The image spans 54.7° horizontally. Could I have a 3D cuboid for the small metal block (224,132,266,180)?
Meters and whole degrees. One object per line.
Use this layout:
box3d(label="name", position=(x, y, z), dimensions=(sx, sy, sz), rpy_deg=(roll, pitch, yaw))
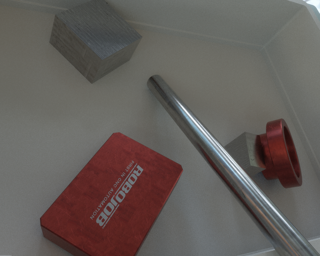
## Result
box3d(label="small metal block", position=(0.116, 0.041, 0.430), dimensions=(0.025, 0.050, 0.050), rpy_deg=(14, 56, -21))

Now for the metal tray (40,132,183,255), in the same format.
box3d(label="metal tray", position=(-0.044, 0.073, 0.320), dimensions=(0.090, 0.030, 0.130), rpy_deg=(28, 50, 10))

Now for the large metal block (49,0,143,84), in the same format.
box3d(label="large metal block", position=(-0.086, -0.119, 0.417), dimensions=(0.080, 0.050, 0.080), rpy_deg=(45, 51, 2))

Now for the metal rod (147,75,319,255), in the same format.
box3d(label="metal rod", position=(0.055, 0.022, 0.341), dimensions=(0.025, 0.025, 0.300), rpy_deg=(-2, 37, -29))

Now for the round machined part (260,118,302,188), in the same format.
box3d(label="round machined part", position=(0.168, 0.038, 0.446), dimensions=(0.098, 0.042, 0.098), rpy_deg=(37, 45, -48))
